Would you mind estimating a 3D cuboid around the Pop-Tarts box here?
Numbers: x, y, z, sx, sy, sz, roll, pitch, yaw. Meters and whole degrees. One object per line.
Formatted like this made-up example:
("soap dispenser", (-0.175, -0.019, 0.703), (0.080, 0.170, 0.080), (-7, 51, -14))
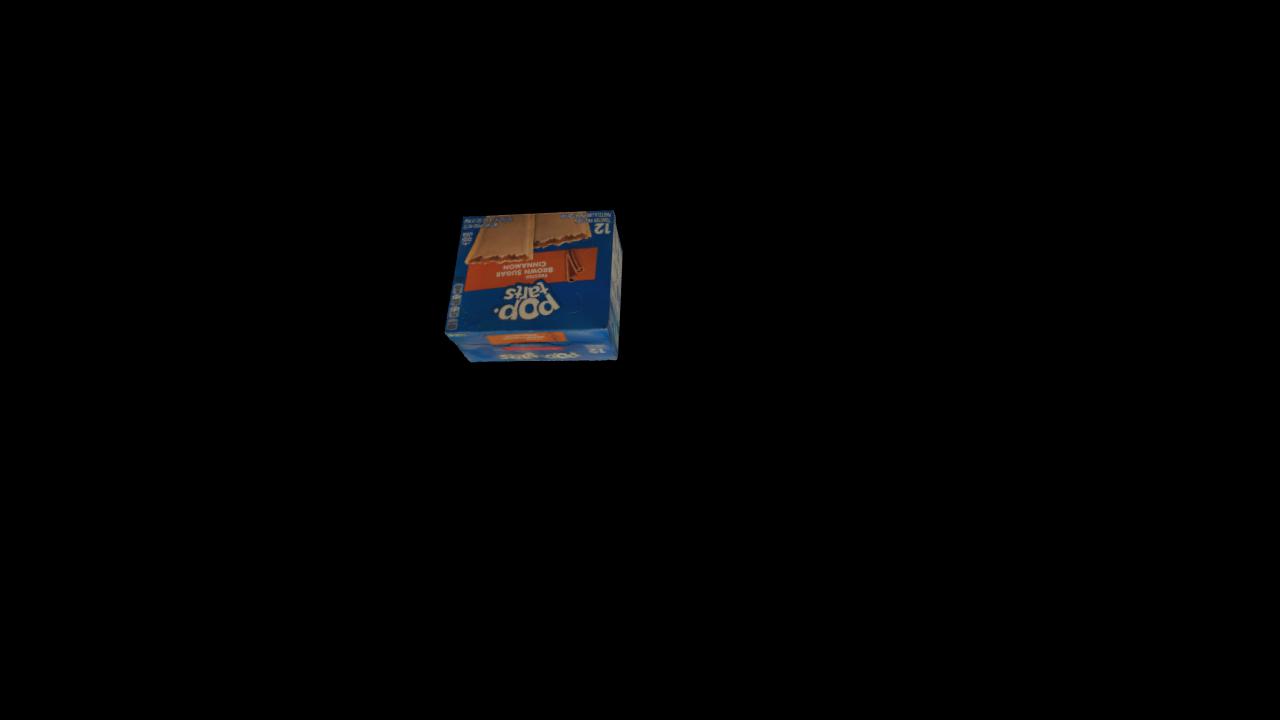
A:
("Pop-Tarts box", (-0.107, -0.077, 0.658), (0.167, 0.141, 0.083), (-1, -22, 7))
